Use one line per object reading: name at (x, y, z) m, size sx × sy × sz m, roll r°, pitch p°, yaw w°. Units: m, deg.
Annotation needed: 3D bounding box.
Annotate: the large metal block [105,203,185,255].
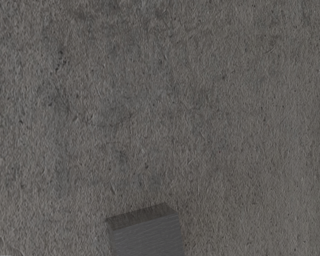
large metal block at (-0.018, 0.149, 0.389) m, size 0.081 × 0.050 × 0.080 m, roll -10°, pitch 94°, yaw -20°
